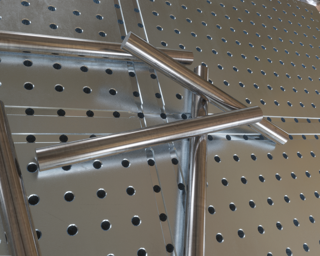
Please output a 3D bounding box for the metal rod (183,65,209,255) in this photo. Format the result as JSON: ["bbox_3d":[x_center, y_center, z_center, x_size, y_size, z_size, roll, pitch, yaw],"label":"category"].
[{"bbox_3d":[0.051,0.031,0.418,0.025,0.025,0.300,19,54,-17],"label":"metal rod"}]

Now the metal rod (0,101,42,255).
[{"bbox_3d":[-0.122,0.106,0.277,0.025,0.025,0.299,-11,67,-33],"label":"metal rod"}]

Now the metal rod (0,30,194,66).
[{"bbox_3d":[-0.084,-0.108,0.429,0.303,0.025,0.025,-2,63,-30],"label":"metal rod"}]

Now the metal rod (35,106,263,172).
[{"bbox_3d":[0.007,0.007,0.386,0.303,0.025,0.025,-11,68,-26],"label":"metal rod"}]

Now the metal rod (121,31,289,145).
[{"bbox_3d":[0.079,-0.047,0.449,0.301,0.025,0.025,28,52,-24],"label":"metal rod"}]
